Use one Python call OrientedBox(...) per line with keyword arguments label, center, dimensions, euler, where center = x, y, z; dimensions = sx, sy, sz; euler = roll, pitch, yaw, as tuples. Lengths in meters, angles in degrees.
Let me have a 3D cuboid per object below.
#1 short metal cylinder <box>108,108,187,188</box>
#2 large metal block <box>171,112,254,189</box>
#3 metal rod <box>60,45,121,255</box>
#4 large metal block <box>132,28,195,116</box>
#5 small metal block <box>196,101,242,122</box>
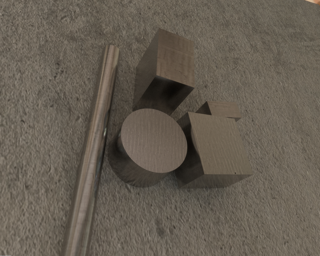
OrientedBox(label="short metal cylinder", center=(-0.015, 0.024, 0.365), dimensions=(0.081, 0.050, 0.080), euler=(13, 56, -21))
OrientedBox(label="large metal block", center=(0.062, 0.030, 0.396), dimensions=(0.081, 0.050, 0.080), euler=(6, 59, -33))
OrientedBox(label="metal rod", center=(-0.074, 0.020, 0.351), dimensions=(0.025, 0.025, 0.300), euler=(16, 55, -19))
OrientedBox(label="large metal block", center=(0.004, -0.069, 0.413), dimensions=(0.050, 0.080, 0.080), euler=(16, 56, -20))
OrientedBox(label="small metal block", center=(0.077, -0.014, 0.437), dimensions=(0.050, 0.050, 0.025), euler=(0, 62, -28))
